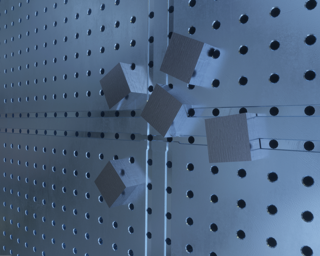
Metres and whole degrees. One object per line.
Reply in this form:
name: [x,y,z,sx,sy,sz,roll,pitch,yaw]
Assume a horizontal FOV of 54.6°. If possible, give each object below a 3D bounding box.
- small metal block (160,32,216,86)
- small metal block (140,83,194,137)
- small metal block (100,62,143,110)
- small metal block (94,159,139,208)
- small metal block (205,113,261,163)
small metal block: [0.033,-0.085,0.383,0.050,0.025,0.050,32,110,35]
small metal block: [0.009,-0.023,0.403,0.050,0.025,0.050,43,116,32]
small metal block: [-0.058,-0.061,0.459,0.050,0.025,0.050,-34,69,35]
small metal block: [-0.066,0.083,0.466,0.050,0.025,0.050,52,120,27]
small metal block: [0.080,0.012,0.344,0.050,0.025,0.050,-9,84,39]
